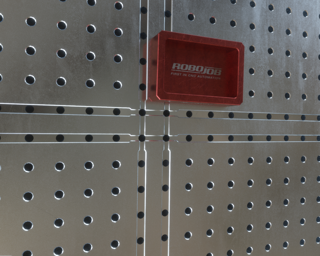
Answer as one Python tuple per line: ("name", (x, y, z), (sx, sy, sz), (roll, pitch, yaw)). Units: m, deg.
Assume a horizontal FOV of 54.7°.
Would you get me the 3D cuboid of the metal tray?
("metal tray", (0.053, -0.079, 0.430), (0.131, 0.030, 0.089), (2, 89, -21))
